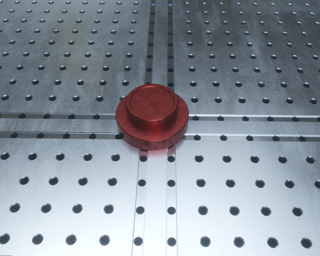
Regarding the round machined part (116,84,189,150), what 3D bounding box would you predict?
[{"bbox_3d":[-0.010,-0.022,0.415,0.099,0.042,0.098,0,50,0],"label":"round machined part"}]
